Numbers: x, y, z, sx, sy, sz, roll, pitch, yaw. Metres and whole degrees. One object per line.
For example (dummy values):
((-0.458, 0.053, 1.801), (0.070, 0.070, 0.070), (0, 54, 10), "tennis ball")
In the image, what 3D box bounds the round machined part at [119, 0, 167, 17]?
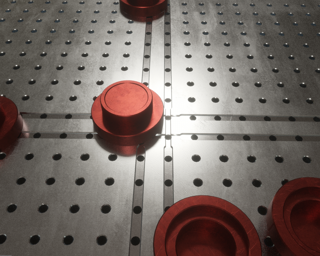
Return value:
((-0.033, -0.268, 0.621), (0.099, 0.042, 0.098), (0, 50, 0), "round machined part")

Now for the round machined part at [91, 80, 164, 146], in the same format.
((-0.044, -0.027, 0.419), (0.099, 0.042, 0.098), (0, 50, 0), "round machined part")

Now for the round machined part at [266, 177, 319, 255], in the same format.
((0.157, 0.102, 0.313), (0.099, 0.042, 0.098), (0, 50, 0), "round machined part")

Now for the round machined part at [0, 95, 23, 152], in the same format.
((-0.236, -0.010, 0.402), (0.099, 0.042, 0.098), (0, 50, 0), "round machined part")

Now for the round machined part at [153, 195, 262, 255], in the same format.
((0.043, 0.118, 0.298), (0.099, 0.042, 0.098), (0, 50, 0), "round machined part")
